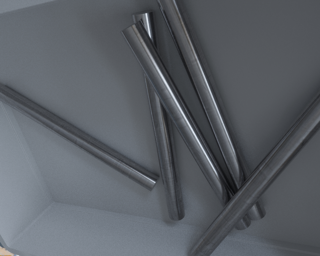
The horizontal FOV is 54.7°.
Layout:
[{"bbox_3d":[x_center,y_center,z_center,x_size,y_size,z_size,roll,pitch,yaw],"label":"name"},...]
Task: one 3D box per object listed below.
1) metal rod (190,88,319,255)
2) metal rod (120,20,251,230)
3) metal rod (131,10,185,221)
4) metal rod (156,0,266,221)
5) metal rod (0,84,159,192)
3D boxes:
[{"bbox_3d":[0.115,0.062,0.359,0.025,0.025,0.298,32,120,7],"label":"metal rod"},{"bbox_3d":[0.042,0.013,0.376,0.025,0.025,0.299,-16,116,34],"label":"metal rod"},{"bbox_3d":[0.004,0.004,0.408,0.025,0.025,0.298,5,121,26],"label":"metal rod"},{"bbox_3d":[0.067,-0.014,0.364,0.025,0.025,0.299,-13,112,33],"label":"metal rod"},{"bbox_3d":[-0.137,0.012,0.487,0.301,0.025,0.025,29,128,9],"label":"metal rod"}]
